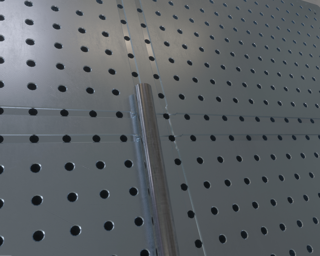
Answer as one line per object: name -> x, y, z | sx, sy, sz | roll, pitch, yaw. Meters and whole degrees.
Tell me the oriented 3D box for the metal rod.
metal rod -> -0.002, 0.077, 0.359 | 0.025, 0.025, 0.299 | 5, 60, -26
